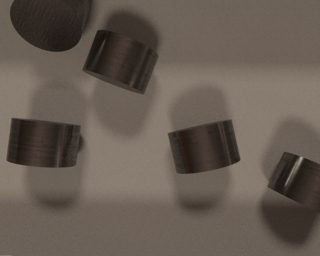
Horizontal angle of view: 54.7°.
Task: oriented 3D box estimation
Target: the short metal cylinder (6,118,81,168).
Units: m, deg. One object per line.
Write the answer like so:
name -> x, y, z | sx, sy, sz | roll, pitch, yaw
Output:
short metal cylinder -> -0.142, 0.017, 0.382 | 0.081, 0.080, 0.050 | 7, 90, -1

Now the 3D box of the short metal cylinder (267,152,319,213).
short metal cylinder -> 0.183, 0.070, 0.386 | 0.080, 0.080, 0.050 | 26, 90, -1

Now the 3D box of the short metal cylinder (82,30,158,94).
short metal cylinder -> -0.048, -0.080, 0.383 | 0.080, 0.080, 0.050 | 21, 90, -1

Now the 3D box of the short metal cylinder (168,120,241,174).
short metal cylinder -> 0.054, 0.022, 0.385 | 0.080, 0.080, 0.050 | -13, 90, 0

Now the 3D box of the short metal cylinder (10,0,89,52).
short metal cylinder -> -0.131, -0.140, 0.375 | 0.081, 0.080, 0.050 | 2, 53, -1
